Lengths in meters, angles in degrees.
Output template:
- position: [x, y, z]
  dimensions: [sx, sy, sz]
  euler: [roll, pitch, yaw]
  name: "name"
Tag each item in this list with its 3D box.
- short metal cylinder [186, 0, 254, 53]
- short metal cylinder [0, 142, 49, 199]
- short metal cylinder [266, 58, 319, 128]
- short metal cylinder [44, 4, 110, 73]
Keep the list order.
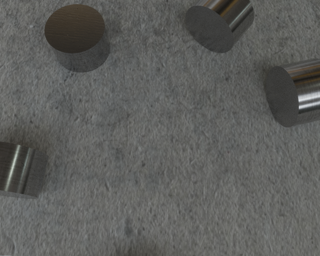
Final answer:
- position: [0.083, -0.153, 0.436]
  dimensions: [0.080, 0.080, 0.050]
  euler: [37, 74, 12]
  name: "short metal cylinder"
- position: [-0.177, 0.051, 0.358]
  dimensions: [0.080, 0.080, 0.050]
  euler: [6, 70, 2]
  name: "short metal cylinder"
- position: [0.179, -0.045, 0.398]
  dimensions: [0.050, 0.080, 0.080]
  euler: [-13, 71, -5]
  name: "short metal cylinder"
- position: [-0.115, -0.126, 0.440]
  dimensions: [0.081, 0.050, 0.080]
  euler: [0, 70, 0]
  name: "short metal cylinder"
